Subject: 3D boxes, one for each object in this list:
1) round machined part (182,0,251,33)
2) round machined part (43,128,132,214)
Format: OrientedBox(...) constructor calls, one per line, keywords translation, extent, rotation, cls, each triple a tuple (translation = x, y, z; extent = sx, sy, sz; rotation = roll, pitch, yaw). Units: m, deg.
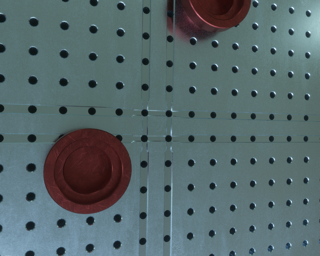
OrientedBox(translation=(0.073, -0.181, 0.430), extent=(0.099, 0.042, 0.097), rotation=(0, 90, -20), cls="round machined part")
OrientedBox(translation=(-0.087, 0.049, 0.372), extent=(0.099, 0.042, 0.097), rotation=(0, 90, -20), cls="round machined part")
